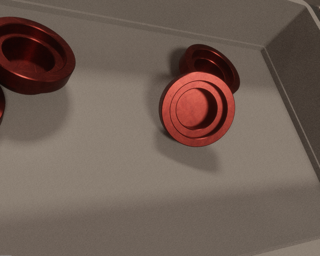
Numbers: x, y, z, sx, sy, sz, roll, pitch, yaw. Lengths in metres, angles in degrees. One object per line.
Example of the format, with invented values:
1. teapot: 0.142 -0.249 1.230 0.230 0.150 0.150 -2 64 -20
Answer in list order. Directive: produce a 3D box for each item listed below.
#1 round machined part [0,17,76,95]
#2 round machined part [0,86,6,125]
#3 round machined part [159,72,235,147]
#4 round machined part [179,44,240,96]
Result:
1. round machined part: -0.151 -0.076 0.352 0.099 0.042 0.098 23 42 -23
2. round machined part: -0.204 -0.029 0.299 0.099 0.042 0.098 17 53 -24
3. round machined part: 0.047 -0.027 0.416 0.099 0.042 0.097 -2 101 -10
4. round machined part: 0.072 -0.080 0.481 0.099 0.042 0.098 17 51 -21
